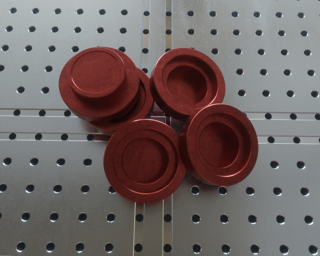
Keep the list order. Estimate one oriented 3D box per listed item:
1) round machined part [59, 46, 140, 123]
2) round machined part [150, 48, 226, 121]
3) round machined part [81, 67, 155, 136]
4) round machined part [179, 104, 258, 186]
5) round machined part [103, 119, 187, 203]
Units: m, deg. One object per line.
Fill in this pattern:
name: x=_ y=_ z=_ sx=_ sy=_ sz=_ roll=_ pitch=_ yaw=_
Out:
round machined part: x=-0.075 y=-0.059 z=0.378 sx=0.099 sy=0.042 sz=0.098 roll=0 pitch=70 yaw=-1
round machined part: x=0.033 y=-0.054 z=0.413 sx=0.099 sy=0.042 sz=0.098 roll=6 pitch=70 yaw=-16
round machined part: x=-0.056 y=-0.035 z=0.414 sx=0.099 sy=0.042 sz=0.098 roll=0 pitch=70 yaw=-1
round machined part: x=0.068 y=0.022 z=0.383 sx=0.099 sy=0.042 sz=0.097 roll=3 pitch=80 yaw=-21
round machined part: x=-0.019 y=0.040 z=0.379 sx=0.099 sy=0.042 sz=0.097 roll=1 pitch=84 yaw=-10
